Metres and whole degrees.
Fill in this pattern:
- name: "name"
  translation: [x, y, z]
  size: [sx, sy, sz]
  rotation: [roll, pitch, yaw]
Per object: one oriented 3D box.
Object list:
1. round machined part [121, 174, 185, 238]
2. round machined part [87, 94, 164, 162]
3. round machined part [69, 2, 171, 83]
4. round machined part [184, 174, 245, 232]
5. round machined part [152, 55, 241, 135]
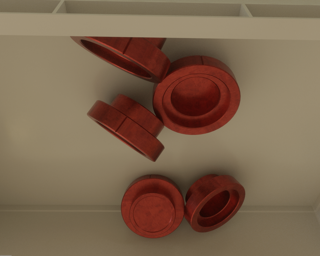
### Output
- name: "round machined part"
  translation: [-0.011, 0.124, 0.474]
  size: [0.099, 0.042, 0.097]
  rotation: [0, 98, 0]
- name: "round machined part"
  translation: [-0.034, -0.004, 0.370]
  size: [0.098, 0.098, 0.042]
  rotation: [40, 80, -29]
- name: "round machined part"
  translation: [-0.033, -0.085, 0.301]
  size: [0.098, 0.098, 0.042]
  rotation: [26, 89, -21]
- name: "round machined part"
  translation: [0.078, 0.110, 0.476]
  size: [0.099, 0.042, 0.097]
  rotation: [-17, 129, -22]
- name: "round machined part"
  translation: [0.041, -0.042, 0.363]
  size: [0.099, 0.042, 0.097]
  rotation: [-1, 130, 0]
